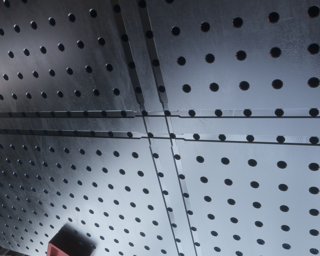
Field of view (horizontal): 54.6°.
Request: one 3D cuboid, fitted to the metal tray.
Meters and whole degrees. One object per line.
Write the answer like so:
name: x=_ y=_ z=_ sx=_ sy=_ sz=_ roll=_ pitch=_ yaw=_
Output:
metal tray: x=-0.214 y=0.306 z=0.711 sx=0.090 sy=0.030 sz=0.129 roll=29 pitch=128 yaw=9
